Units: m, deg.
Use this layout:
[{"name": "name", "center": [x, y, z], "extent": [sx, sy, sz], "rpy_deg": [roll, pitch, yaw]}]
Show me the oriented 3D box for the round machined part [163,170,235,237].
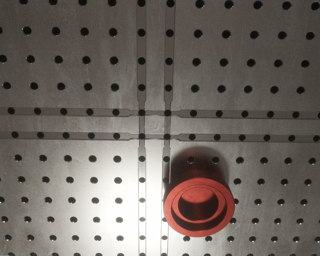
[{"name": "round machined part", "center": [0.054, 0.103, 0.443], "extent": [0.099, 0.042, 0.097], "rpy_deg": [0, 110, -1]}]
